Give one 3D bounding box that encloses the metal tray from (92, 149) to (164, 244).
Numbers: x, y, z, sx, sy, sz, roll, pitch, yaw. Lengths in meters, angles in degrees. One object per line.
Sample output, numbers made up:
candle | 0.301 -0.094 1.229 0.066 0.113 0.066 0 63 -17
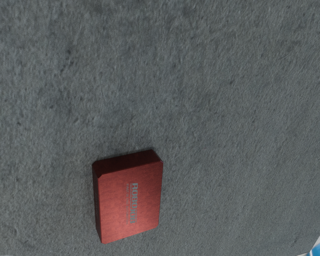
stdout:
metal tray | -0.046 0.099 0.441 0.091 0.030 0.129 -10 123 -23
